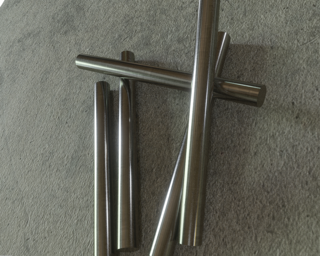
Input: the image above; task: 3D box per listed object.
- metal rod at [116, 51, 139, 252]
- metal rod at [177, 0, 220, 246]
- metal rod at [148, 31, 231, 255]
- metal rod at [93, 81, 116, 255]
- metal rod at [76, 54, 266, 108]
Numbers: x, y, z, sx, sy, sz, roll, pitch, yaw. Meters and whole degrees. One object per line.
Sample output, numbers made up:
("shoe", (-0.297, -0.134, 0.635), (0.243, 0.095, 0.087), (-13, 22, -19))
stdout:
("metal rod", (-0.044, 0.009, 0.421), (0.025, 0.025, 0.299), (-17, 55, 19))
("metal rod", (0.045, -0.029, 0.342), (0.025, 0.025, 0.299), (1, 79, 28))
("metal rod", (0.043, 0.004, 0.378), (0.025, 0.025, 0.300), (4, 64, 30))
("metal rod", (-0.075, 0.056, 0.408), (0.025, 0.025, 0.299), (-20, 54, 16))
("metal rod", (-0.009, -0.071, 0.418), (0.300, 0.025, 0.025), (17, 71, 34))
